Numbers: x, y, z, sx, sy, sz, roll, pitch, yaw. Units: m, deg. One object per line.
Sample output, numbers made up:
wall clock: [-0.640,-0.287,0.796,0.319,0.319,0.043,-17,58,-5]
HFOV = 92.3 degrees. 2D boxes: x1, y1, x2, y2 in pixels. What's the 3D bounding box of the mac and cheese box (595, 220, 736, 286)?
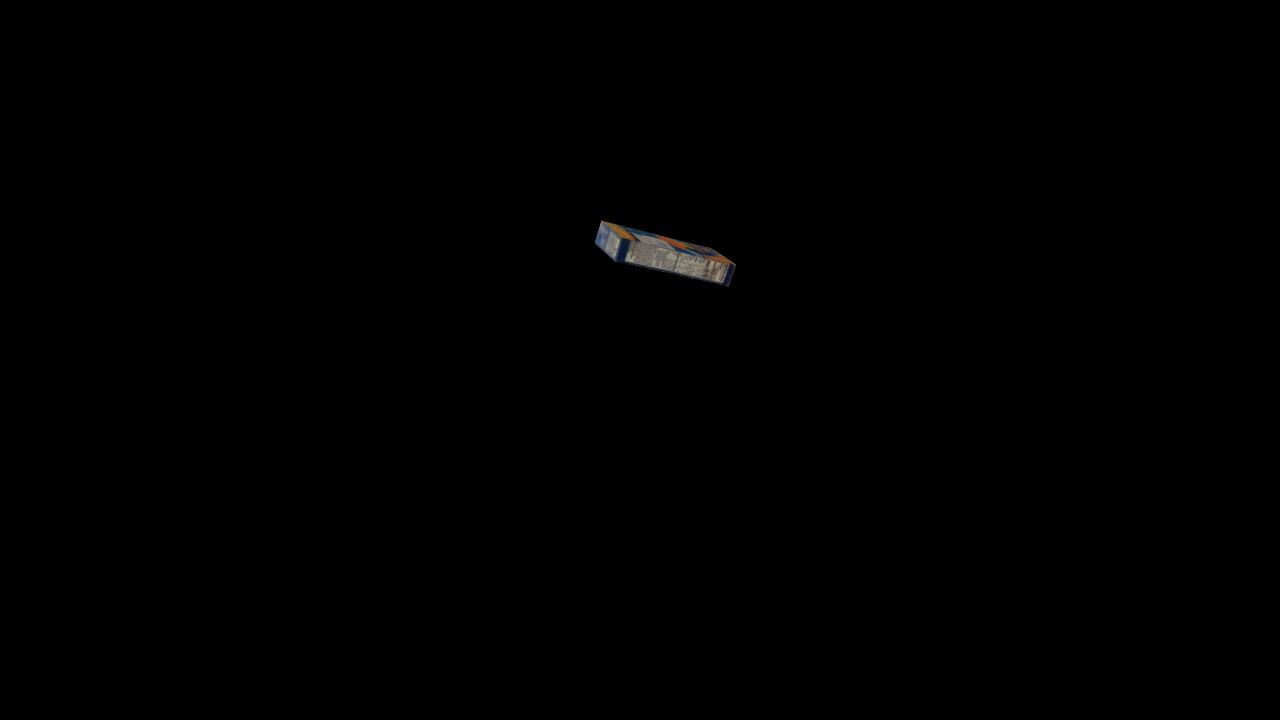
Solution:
mac and cheese box: [0.036,-0.153,0.885,0.184,0.041,0.093,8,21,-27]
